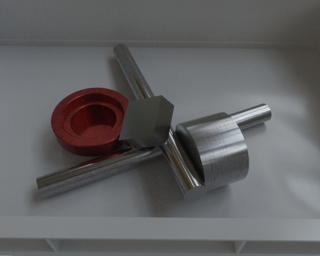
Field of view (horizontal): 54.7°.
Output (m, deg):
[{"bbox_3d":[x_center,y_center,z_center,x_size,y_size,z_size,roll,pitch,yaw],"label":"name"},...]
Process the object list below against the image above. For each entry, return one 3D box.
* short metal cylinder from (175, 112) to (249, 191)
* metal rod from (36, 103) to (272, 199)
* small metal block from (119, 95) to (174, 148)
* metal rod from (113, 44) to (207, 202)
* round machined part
[{"bbox_3d":[0.055,0.027,0.346,0.050,0.080,0.080,-15,52,-13],"label":"short metal cylinder"},{"bbox_3d":[0.005,0.023,0.384,0.302,0.025,0.025,-18,53,-15],"label":"metal rod"},{"bbox_3d":[-0.015,-0.006,0.355,0.050,0.025,0.050,-8,60,37],"label":"small metal block"},{"bbox_3d":[-0.015,-0.032,0.406,0.025,0.025,0.300,-15,45,-13],"label":"metal rod"},{"bbox_3d":[-0.083,-0.003,0.394,0.099,0.042,0.098,0,50,0],"label":"round machined part"}]
